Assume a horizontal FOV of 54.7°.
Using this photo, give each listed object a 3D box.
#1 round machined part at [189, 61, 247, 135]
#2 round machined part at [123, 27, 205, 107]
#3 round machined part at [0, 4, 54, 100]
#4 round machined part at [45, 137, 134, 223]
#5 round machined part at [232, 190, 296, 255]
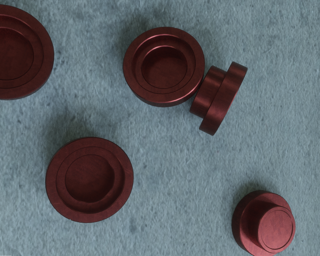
[{"bbox_3d":[0.072,-0.042,0.403,0.042,0.098,0.098,27,80,7],"label":"round machined part"},{"bbox_3d":[0.006,-0.073,0.389,0.099,0.042,0.098,-1,78,6],"label":"round machined part"},{"bbox_3d":[-0.168,-0.079,0.338,0.099,0.042,0.097,0,90,-21],"label":"round machined part"},{"bbox_3d":[-0.085,0.059,0.369,0.099,0.042,0.097,0,90,-21],"label":"round machined part"},{"bbox_3d":[0.161,0.145,0.462,0.099,0.042,0.097,0,90,-21],"label":"round machined part"}]
